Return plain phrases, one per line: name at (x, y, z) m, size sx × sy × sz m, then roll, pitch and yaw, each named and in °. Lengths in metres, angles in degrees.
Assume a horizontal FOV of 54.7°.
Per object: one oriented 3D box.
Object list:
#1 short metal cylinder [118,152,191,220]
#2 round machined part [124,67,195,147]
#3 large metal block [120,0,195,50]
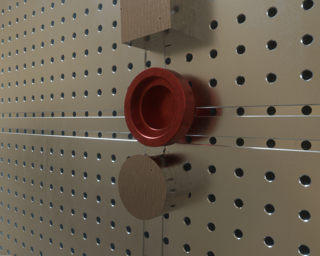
short metal cylinder at (-0.008, 0.072, 0.398) m, size 0.080 × 0.050 × 0.079 m, roll 0°, pitch 90°, yaw 39°
round machined part at (0.004, -0.025, 0.394) m, size 0.098 × 0.042 × 0.097 m, roll 0°, pitch 90°, yaw 39°
large metal block at (-0.004, -0.151, 0.395) m, size 0.080 × 0.050 × 0.080 m, roll -3°, pitch 88°, yaw 39°
